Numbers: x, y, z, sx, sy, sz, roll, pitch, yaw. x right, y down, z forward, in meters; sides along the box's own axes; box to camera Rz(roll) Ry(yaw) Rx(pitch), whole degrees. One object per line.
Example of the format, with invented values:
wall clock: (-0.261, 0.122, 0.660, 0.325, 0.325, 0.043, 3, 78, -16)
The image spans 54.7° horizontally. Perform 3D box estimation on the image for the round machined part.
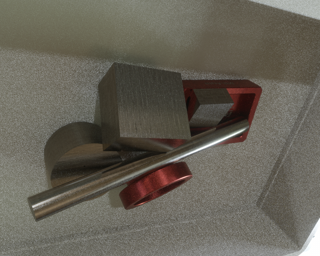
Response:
round machined part: (-0.010, 0.068, 0.413, 0.099, 0.042, 0.098, -25, 164, -8)

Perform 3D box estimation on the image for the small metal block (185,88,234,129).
small metal block: (0.058, -0.025, 0.397, 0.050, 0.025, 0.050, -5, 147, -26)

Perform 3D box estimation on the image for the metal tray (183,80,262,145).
metal tray: (0.073, -0.020, 0.432, 0.131, 0.030, 0.089, -5, 121, -27)

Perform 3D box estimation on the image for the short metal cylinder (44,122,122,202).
short metal cylinder: (-0.091, 0.039, 0.365, 0.081, 0.050, 0.079, -14, 125, -21)

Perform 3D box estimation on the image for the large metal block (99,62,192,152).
large metal block: (-0.018, -0.019, 0.341, 0.081, 0.080, 0.050, 3, 159, -29)

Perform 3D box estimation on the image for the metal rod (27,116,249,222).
metal rod: (-0.001, 0.037, 0.377, 0.302, 0.025, 0.025, -19, 127, -31)
